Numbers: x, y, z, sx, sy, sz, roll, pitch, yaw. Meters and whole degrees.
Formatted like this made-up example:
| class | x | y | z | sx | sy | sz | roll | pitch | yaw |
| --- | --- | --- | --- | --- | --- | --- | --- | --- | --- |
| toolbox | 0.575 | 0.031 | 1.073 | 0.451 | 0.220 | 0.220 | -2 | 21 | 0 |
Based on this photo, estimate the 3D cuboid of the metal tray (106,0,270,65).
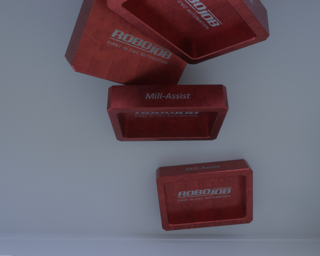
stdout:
| class | x | y | z | sx | sy | sz | roll | pitch | yaw |
| --- | --- | --- | --- | --- | --- | --- | --- | --- | --- |
| metal tray | 0.030 | -0.106 | 0.275 | 0.090 | 0.131 | 0.030 | -13 | 69 | 36 |

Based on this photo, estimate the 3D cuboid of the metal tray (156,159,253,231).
| class | x | y | z | sx | sy | sz | roll | pitch | yaw |
| --- | --- | --- | --- | --- | --- | --- | --- | --- | --- |
| metal tray | 0.064 | 0.097 | 0.445 | 0.131 | 0.030 | 0.089 | -6 | 110 | 1 |

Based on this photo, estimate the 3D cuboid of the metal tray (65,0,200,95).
| class | x | y | z | sx | sy | sz | roll | pitch | yaw |
| --- | --- | --- | --- | --- | --- | --- | --- | --- | --- |
| metal tray | -0.026 | -0.093 | 0.341 | 0.131 | 0.030 | 0.089 | 11 | 114 | -37 |

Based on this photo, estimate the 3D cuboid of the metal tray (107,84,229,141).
| class | x | y | z | sx | sy | sz | roll | pitch | yaw |
| --- | --- | --- | --- | --- | --- | --- | --- | --- | --- |
| metal tray | 0.008 | -0.015 | 0.374 | 0.131 | 0.030 | 0.090 | -1 | 155 | 0 |
